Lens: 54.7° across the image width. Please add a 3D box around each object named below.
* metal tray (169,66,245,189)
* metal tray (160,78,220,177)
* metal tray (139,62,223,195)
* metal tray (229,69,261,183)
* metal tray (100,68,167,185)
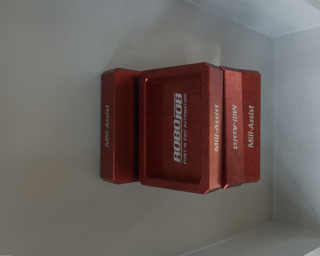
[{"bbox_3d":[0.051,0.000,0.364,0.030,0.090,0.129,0,88,-40],"label":"metal tray"},{"bbox_3d":[0.044,0.000,0.438,0.091,0.030,0.129,1,90,-40],"label":"metal tray"},{"bbox_3d":[0.021,0.000,0.336,0.030,0.090,0.129,0,90,-53],"label":"metal tray"},{"bbox_3d":[0.083,-0.002,0.389,0.030,0.090,0.129,0,90,-26],"label":"metal tray"},{"bbox_3d":[-0.025,-0.002,0.379,0.091,0.030,0.129,1,90,-40],"label":"metal tray"}]
